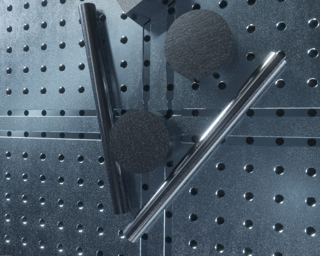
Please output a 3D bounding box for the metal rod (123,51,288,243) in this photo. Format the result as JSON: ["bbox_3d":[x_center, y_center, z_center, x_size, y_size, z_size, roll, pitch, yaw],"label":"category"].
[{"bbox_3d":[0.049,0.033,0.395,0.025,0.025,0.299,41,103,15],"label":"metal rod"}]

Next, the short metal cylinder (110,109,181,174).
[{"bbox_3d":[-0.018,0.016,0.405,0.080,0.050,0.079,0,90,20],"label":"short metal cylinder"}]

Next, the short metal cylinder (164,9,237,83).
[{"bbox_3d":[0.051,-0.097,0.381,0.080,0.050,0.079,0,90,20],"label":"short metal cylinder"}]

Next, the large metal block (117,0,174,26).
[{"bbox_3d":[-0.023,-0.197,0.407,0.080,0.050,0.080,-33,79,17],"label":"large metal block"}]

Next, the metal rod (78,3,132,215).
[{"bbox_3d":[-0.078,-0.030,0.440,0.025,0.025,0.298,-12,86,19],"label":"metal rod"}]
